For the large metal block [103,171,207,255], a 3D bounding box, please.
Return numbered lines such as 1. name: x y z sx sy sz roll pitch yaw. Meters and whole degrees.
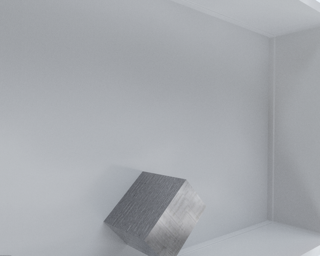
1. large metal block: -0.006 0.102 0.368 0.080 0.080 0.050 -51 120 -28
